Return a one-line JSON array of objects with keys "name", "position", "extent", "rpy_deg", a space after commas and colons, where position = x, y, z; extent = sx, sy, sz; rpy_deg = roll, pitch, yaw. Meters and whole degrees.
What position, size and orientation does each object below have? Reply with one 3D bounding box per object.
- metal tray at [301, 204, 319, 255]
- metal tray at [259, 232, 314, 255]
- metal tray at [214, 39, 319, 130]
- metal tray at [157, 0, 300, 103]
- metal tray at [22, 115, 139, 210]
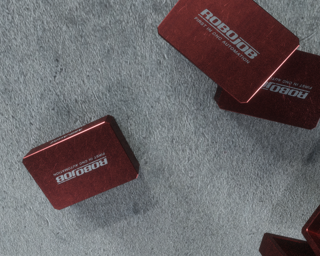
[{"name": "metal tray", "position": [0.259, 0.126, 0.423], "extent": [0.030, 0.090, 0.129], "rpy_deg": [23, 108, -8]}, {"name": "metal tray", "position": [0.218, 0.193, 0.432], "extent": [0.131, 0.090, 0.030], "rpy_deg": [14, 98, -6]}, {"name": "metal tray", "position": [0.144, -0.056, 0.388], "extent": [0.131, 0.030, 0.089], "rpy_deg": [13, 110, -5]}, {"name": "metal tray", "position": [0.074, -0.102, 0.350], "extent": [0.130, 0.030, 0.090], "rpy_deg": [41, 101, 1]}, {"name": "metal tray", "position": [-0.105, 0.049, 0.424], "extent": [0.130, 0.030, 0.090], "rpy_deg": [-24, 109, 8]}]
